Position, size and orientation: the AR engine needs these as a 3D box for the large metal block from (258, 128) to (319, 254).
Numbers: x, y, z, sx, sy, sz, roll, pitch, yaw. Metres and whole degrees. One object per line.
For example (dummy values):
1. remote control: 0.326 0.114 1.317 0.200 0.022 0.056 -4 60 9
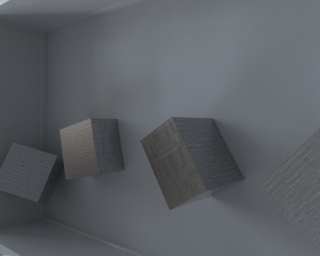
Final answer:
1. large metal block: 0.150 0.053 0.267 0.080 0.050 0.080 50 120 28

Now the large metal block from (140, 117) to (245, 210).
1. large metal block: 0.037 0.036 0.341 0.050 0.081 0.080 -37 67 34

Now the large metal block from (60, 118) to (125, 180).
1. large metal block: -0.106 0.033 0.478 0.080 0.050 0.080 -16 80 39

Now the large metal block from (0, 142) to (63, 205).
1. large metal block: -0.222 0.079 0.533 0.080 0.050 0.080 16 72 4
